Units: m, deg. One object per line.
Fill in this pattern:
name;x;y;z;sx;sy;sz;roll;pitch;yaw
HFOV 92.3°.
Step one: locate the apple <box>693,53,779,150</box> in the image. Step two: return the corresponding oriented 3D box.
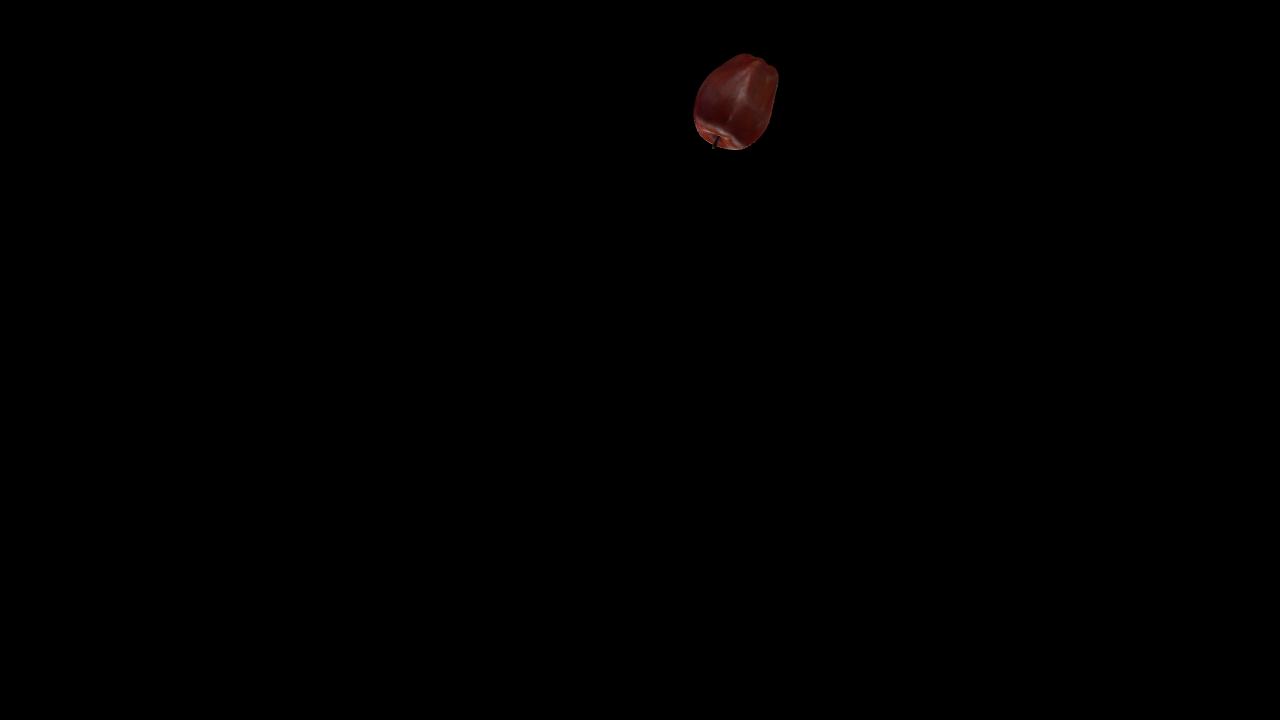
apple;0.095;-0.256;0.619;0.079;0.093;0.079;29;7;-4
